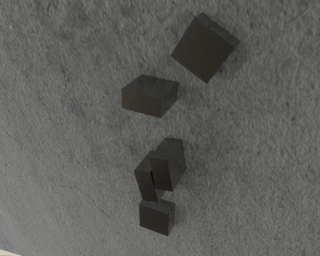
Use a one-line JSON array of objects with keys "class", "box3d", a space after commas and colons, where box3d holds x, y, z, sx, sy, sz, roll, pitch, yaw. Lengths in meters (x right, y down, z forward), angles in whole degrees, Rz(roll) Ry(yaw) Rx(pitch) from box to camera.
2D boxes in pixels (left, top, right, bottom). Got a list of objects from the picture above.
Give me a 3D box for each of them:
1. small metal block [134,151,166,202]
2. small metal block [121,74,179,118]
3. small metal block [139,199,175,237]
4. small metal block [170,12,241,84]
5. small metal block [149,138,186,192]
[{"class": "small metal block", "box3d": [-0.008, 0.067, 0.435, 0.025, 0.050, 0.050, 0, 119, 28]}, {"class": "small metal block", "box3d": [-0.011, -0.040, 0.371, 0.050, 0.050, 0.025, 15, 125, 19]}, {"class": "small metal block", "box3d": [-0.005, 0.139, 0.494, 0.050, 0.025, 0.050, 14, 124, 20]}, {"class": "small metal block", "box3d": [0.047, -0.084, 0.329, 0.050, 0.025, 0.050, 38, 129, 2]}, {"class": "small metal block", "box3d": [0.012, 0.048, 0.413, 0.025, 0.050, 0.050, 4, 120, 26]}]
